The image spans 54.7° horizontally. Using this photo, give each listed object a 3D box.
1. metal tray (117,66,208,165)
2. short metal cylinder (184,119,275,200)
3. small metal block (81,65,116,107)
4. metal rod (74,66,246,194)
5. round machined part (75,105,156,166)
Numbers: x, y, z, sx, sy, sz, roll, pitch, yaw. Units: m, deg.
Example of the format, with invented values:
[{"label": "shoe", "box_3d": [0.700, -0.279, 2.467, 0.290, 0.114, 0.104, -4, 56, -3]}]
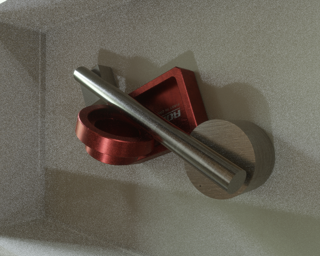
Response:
[{"label": "metal tray", "box_3d": [-0.005, -0.011, 0.403, 0.130, 0.030, 0.090, -24, 75, 37]}, {"label": "short metal cylinder", "box_3d": [0.072, 0.031, 0.328, 0.080, 0.050, 0.079, 0, 90, 39]}, {"label": "small metal block", "box_3d": [-0.095, -0.063, 0.481, 0.050, 0.025, 0.050, -28, 73, 36]}, {"label": "metal rod", "box_3d": [-0.025, -0.017, 0.371, 0.300, 0.025, 0.025, 35, 111, 41]}, {"label": "round machined part", "box_3d": [-0.055, 0.011, 0.383, 0.098, 0.099, 0.042, 34, 119, 34]}]
